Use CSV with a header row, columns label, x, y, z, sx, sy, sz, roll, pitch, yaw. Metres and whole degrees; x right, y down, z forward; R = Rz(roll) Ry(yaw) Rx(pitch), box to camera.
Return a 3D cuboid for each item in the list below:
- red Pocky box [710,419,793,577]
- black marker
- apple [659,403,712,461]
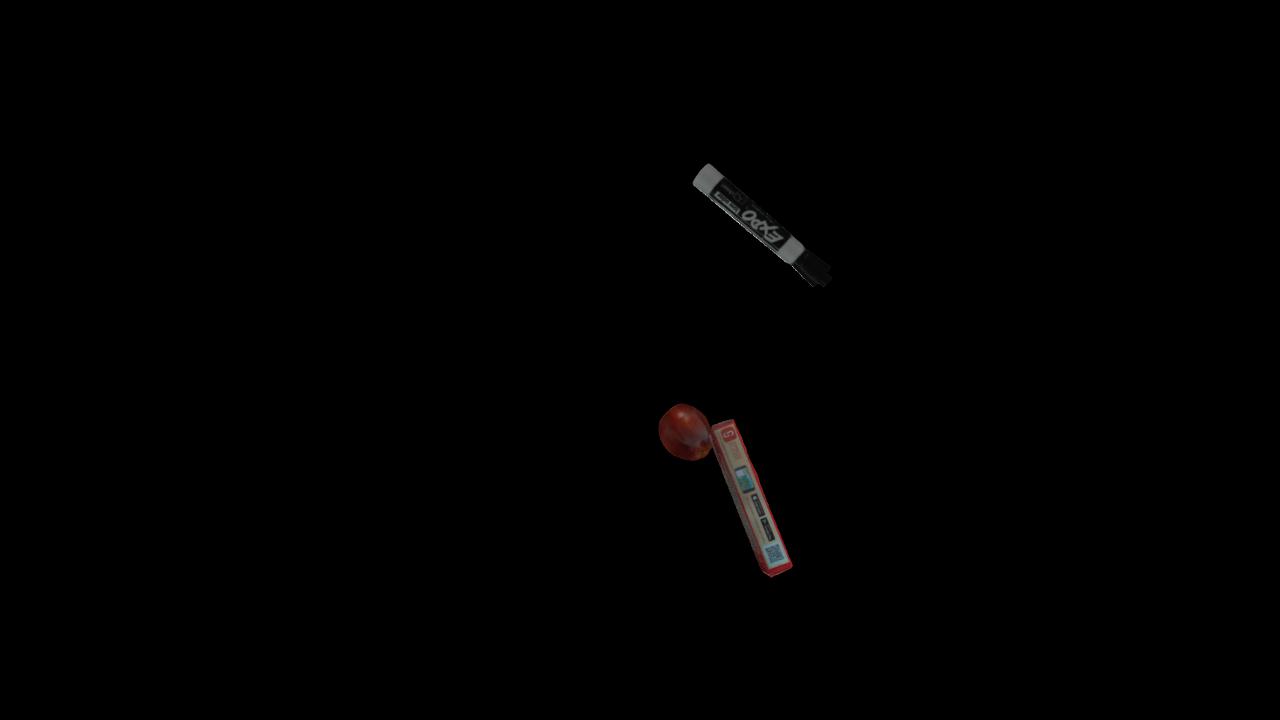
label,x,y,z,sx,sy,sz,roll,pitch,yaw
red Pocky box,0.112,0.142,0.639,0.028,0.155,0.083,-20,-16,-1
black marker,0.089,-0.095,0.441,0.121,0.020,0.020,41,2,3
apple,0.070,0.111,0.945,0.079,0.079,0.093,0,38,-44
